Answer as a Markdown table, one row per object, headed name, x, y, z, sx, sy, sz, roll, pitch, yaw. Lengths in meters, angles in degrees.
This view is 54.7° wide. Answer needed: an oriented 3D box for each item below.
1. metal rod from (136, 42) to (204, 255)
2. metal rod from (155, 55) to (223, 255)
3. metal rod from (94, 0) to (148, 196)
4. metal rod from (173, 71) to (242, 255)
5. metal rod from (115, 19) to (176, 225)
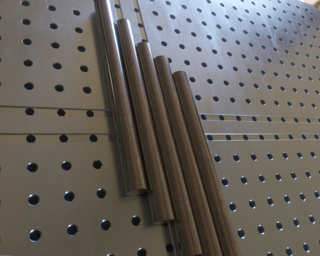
| name | x | y | z | sx | sy | sz | roll | pitch | yaw |
| --- | --- | --- | --- | --- | --- | --- | --- | --- | --- |
| metal rod | 0.005 | 0.010 | 0.405 | 0.025 | 0.025 | 0.299 | 1 | 61 | -28 |
| metal rod | 0.031 | 0.029 | 0.408 | 0.025 | 0.025 | 0.299 | 1 | 61 | -28 |
| metal rod | -0.057 | -0.059 | 0.414 | 0.025 | 0.025 | 0.299 | 1 | 61 | -28 |
| metal rod | 0.059 | 0.052 | 0.409 | 0.025 | 0.025 | 0.299 | 1 | 61 | -28 |
| metal rod | -0.026 | -0.026 | 0.410 | 0.025 | 0.025 | 0.299 | 1 | 61 | -28 |
